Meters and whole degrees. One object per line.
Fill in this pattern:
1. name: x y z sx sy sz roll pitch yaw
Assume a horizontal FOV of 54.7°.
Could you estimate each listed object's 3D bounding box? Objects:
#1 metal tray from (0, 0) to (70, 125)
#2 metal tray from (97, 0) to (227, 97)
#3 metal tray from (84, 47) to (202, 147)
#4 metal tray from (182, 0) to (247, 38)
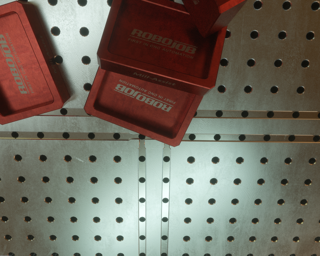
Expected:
1. metal tray: -0.179 -0.077 0.379 0.090 0.030 0.129 -15 110 5
2. metal tray: 0.004 -0.097 0.352 0.131 0.030 0.090 15 77 -6
3. metal tray: -0.019 -0.040 0.395 0.131 0.030 0.089 22 109 -8
4. metal tray: 0.031 -0.161 0.300 0.030 0.090 0.130 -30 92 0
